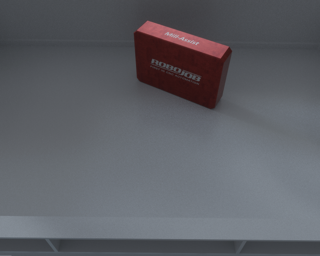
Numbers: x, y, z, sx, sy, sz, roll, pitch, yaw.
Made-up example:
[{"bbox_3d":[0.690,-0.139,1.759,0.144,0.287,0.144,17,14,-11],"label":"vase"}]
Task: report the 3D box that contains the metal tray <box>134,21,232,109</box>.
[{"bbox_3d":[0.028,-0.088,0.437,0.130,0.089,0.030,24,54,18],"label":"metal tray"}]
